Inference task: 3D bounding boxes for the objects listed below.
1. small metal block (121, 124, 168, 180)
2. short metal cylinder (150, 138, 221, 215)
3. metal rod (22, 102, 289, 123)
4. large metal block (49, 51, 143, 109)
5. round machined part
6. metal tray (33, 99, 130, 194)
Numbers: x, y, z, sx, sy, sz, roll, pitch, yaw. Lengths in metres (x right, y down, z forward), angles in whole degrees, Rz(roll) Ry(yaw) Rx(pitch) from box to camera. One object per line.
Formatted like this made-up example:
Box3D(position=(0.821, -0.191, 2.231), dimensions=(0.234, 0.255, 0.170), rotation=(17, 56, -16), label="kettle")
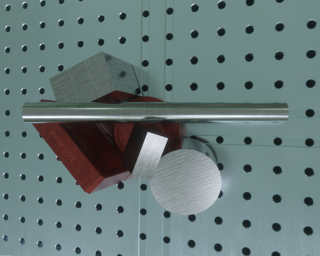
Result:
Box3D(position=(-0.020, 0.025, 0.359), dimensions=(0.025, 0.050, 0.050), rotation=(19, 96, -24), label="small metal block")
Box3D(position=(0.031, 0.057, 0.375), dimensions=(0.080, 0.050, 0.079), rotation=(1, 102, 4), label="short metal cylinder")
Box3D(position=(-0.005, -0.018, 0.363), dimensions=(0.302, 0.025, 0.025), rotation=(0, 90, 0), label="metal rod")
Box3D(position=(-0.081, -0.053, 0.409), dimensions=(0.080, 0.080, 0.050), rotation=(-22, 83, 18), label="large metal block")
Box3D(position=(-0.021, 0.006, 0.413), dimensions=(0.098, 0.042, 0.097), rotation=(0, 90, 19), label="round machined part")
Box3D(position=(-0.102, 0.021, 0.412), dimensions=(0.030, 0.090, 0.130), rotation=(-45, 76, 14), label="metal tray")
